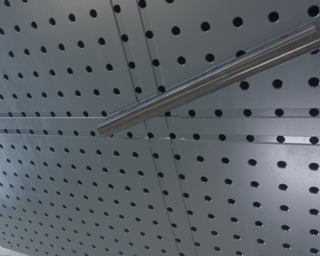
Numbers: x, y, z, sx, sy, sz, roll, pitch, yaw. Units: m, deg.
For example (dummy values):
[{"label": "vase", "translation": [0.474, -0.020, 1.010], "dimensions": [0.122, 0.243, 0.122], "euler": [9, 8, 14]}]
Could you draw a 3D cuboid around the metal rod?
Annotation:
[{"label": "metal rod", "translation": [0.031, -0.042, 0.369], "dimensions": [0.299, 0.025, 0.025], "euler": [-21, 107, 36]}]
